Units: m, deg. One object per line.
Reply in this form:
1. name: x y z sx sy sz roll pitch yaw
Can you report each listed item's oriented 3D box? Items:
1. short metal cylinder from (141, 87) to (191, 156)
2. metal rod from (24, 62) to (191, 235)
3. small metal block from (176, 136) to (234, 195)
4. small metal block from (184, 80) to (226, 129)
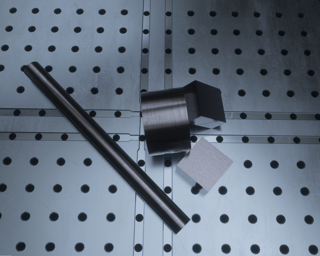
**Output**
1. short metal cylinder: 0.008 -0.008 0.383 0.050 0.080 0.080 -8 70 2
2. metal rod: -0.077 0.017 0.404 0.025 0.025 0.300 -43 76 -14
3. small metal block: 0.056 0.048 0.395 0.050 0.025 0.050 40 74 13
4. small metal block: 0.058 -0.030 0.409 0.050 0.025 0.050 12 64 -40
